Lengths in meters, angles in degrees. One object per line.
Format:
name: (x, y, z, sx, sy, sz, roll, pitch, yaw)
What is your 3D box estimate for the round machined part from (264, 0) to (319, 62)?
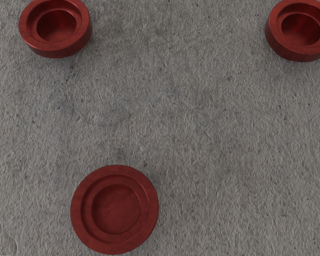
round machined part: (0.201, -0.137, 0.450, 0.099, 0.042, 0.098, 0, 70, 0)

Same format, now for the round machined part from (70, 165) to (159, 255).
round machined part: (-0.050, 0.095, 0.364, 0.099, 0.042, 0.098, 0, 70, 0)

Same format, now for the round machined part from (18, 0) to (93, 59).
round machined part: (-0.147, -0.142, 0.450, 0.099, 0.042, 0.098, 0, 70, 0)
